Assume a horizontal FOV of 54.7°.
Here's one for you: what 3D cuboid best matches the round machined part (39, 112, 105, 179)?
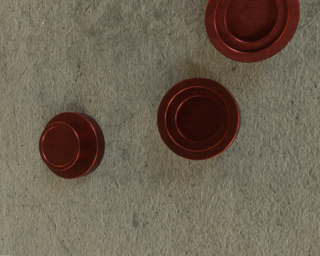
[{"bbox_3d":[-0.133,0.025,0.447,0.098,0.042,0.097,0,90,20],"label":"round machined part"}]

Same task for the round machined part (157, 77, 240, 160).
[{"bbox_3d":[0.049,-0.011,0.382,0.098,0.042,0.097,0,90,20],"label":"round machined part"}]

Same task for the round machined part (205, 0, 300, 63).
[{"bbox_3d":[0.103,-0.127,0.350,0.098,0.042,0.097,8,119,15],"label":"round machined part"}]
